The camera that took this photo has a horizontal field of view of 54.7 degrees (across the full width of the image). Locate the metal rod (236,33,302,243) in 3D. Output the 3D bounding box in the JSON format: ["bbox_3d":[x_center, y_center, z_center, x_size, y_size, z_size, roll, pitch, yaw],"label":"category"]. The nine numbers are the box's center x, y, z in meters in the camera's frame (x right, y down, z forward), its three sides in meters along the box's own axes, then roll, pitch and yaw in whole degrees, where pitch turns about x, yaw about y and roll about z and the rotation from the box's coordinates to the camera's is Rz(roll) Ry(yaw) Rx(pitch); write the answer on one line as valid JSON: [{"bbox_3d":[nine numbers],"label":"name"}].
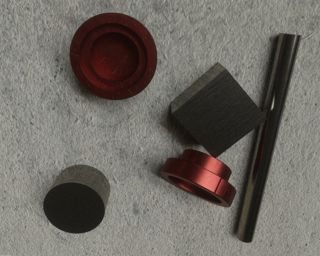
[{"bbox_3d":[0.142,0.027,0.420,0.025,0.025,0.298,5,110,-2],"label":"metal rod"}]

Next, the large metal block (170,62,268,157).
[{"bbox_3d":[0.071,-0.023,0.389,0.080,0.050,0.080,-40,106,13],"label":"large metal block"}]

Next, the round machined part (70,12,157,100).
[{"bbox_3d":[-0.052,-0.086,0.369,0.099,0.042,0.097,0,110,0],"label":"round machined part"}]

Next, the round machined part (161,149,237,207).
[{"bbox_3d":[0.054,0.062,0.403,0.098,0.098,0.042,31,74,-11],"label":"round machined part"}]

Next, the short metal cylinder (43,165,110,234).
[{"bbox_3d":[-0.113,0.098,0.431,0.081,0.050,0.079,0,110,0],"label":"short metal cylinder"}]
